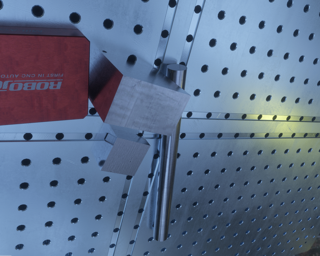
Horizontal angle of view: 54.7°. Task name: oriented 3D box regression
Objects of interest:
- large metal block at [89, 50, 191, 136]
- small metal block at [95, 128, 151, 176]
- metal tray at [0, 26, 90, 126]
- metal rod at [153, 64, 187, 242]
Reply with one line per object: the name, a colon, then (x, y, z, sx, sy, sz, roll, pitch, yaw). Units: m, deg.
large metal block: (-0.027, -0.038, 0.338, 0.081, 0.080, 0.050, 12, 112, -34)
small metal block: (-0.049, 0.032, 0.406, 0.050, 0.025, 0.050, 17, 110, -35)
metal tray: (-0.138, -0.050, 0.302, 0.131, 0.030, 0.089, -6, 121, -26)
metal rod: (0.011, 0.054, 0.452, 0.025, 0.025, 0.298, -10, 123, -24)
